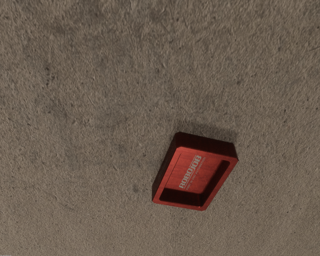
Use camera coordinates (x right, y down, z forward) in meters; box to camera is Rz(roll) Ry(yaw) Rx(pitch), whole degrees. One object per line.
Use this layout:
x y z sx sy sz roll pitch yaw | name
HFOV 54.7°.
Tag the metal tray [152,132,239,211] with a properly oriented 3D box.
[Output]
0.048 0.070 0.463 0.091 0.030 0.129 12 129 -11 | metal tray
